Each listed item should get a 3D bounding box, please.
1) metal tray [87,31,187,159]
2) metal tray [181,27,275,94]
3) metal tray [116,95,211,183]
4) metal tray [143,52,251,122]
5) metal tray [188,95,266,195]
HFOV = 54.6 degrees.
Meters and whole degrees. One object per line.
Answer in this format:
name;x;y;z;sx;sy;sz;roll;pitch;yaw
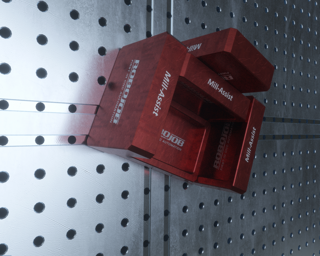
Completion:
metal tray;-0.027;-0.035;0.343;0.030;0.090;0.130;28;73;-37
metal tray;0.062;-0.075;0.391;0.090;0.130;0.030;28;73;-37
metal tray;0.007;0.011;0.410;0.131;0.030;0.090;28;73;-37
metal tray;0.043;-0.046;0.401;0.131;0.090;0.030;27;73;-37
metal tray;0.090;0.021;0.440;0.030;0.090;0.130;28;73;-37
